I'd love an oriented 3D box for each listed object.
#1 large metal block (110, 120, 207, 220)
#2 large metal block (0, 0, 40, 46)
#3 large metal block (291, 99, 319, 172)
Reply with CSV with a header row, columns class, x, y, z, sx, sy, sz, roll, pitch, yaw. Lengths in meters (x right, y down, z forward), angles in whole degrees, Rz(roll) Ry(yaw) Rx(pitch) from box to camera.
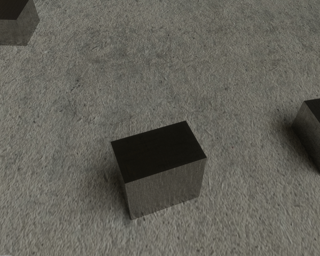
class,x,y,z,sx,sy,sz,roll,pitch,yaw
large metal block,-0.002,0.046,0.329,0.081,0.080,0.050,-16,52,-13
large metal block,-0.270,-0.190,0.545,0.080,0.050,0.080,2,50,1
large metal block,0.226,0.006,0.383,0.081,0.050,0.080,-9,51,-8
